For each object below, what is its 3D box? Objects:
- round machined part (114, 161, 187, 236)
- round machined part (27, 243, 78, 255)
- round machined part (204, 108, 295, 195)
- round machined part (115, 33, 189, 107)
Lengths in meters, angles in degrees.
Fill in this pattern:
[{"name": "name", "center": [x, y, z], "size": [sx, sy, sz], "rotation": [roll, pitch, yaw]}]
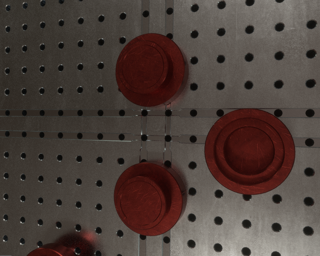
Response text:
[{"name": "round machined part", "center": [-0.018, 0.094, 0.409], "size": [0.098, 0.042, 0.097], "rotation": [0, 90, 19]}, {"name": "round machined part", "center": [-0.152, 0.218, 0.456], "size": [0.098, 0.042, 0.097], "rotation": [0, 90, 19]}, {"name": "round machined part", "center": [0.105, 0.026, 0.366], "size": [0.098, 0.042, 0.097], "rotation": [0, 90, 19]}, {"name": "round machined part", "center": [-0.015, -0.077, 0.408], "size": [0.098, 0.042, 0.097], "rotation": [0, 90, 19]}]
